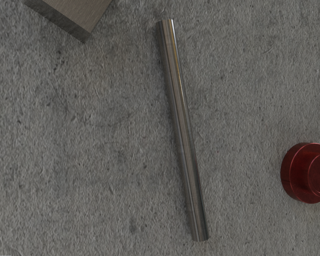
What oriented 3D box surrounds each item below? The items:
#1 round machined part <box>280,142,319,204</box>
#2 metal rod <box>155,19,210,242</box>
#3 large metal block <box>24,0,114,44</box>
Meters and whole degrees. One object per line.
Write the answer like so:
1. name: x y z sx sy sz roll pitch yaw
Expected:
1. round machined part: 0.246 0.073 0.493 0.099 0.042 0.097 0 90 -21
2. metal rod: 0.031 0.006 0.421 0.025 0.025 0.298 -11 94 -20
3. large metal block: -0.099 -0.159 0.359 0.080 0.050 0.080 33 79 -18
